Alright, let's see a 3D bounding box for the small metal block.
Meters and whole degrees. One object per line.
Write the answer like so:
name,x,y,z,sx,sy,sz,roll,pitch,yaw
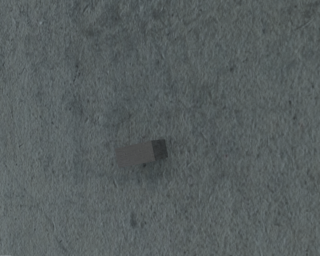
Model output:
small metal block,-0.023,0.032,0.403,0.050,0.050,0.025,-13,86,19
